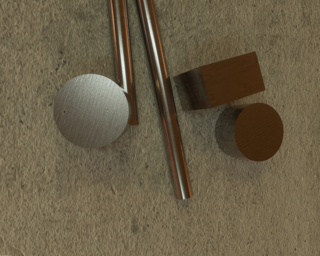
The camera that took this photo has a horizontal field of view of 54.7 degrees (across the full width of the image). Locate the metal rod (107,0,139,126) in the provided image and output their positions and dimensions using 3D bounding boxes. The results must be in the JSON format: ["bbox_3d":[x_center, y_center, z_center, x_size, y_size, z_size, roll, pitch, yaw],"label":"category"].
[{"bbox_3d":[-0.053,-0.151,0.388,0.025,0.025,0.298,-6,92,-20],"label":"metal rod"}]

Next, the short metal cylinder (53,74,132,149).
[{"bbox_3d":[-0.073,-0.019,0.355,0.081,0.050,0.079,0,92,0],"label":"short metal cylinder"}]

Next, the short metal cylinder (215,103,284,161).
[{"bbox_3d":[0.127,0.005,0.442,0.081,0.050,0.079,0,90,-20],"label":"short metal cylinder"}]

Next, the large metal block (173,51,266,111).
[{"bbox_3d":[0.075,-0.059,0.407,0.081,0.080,0.050,-19,97,-19],"label":"large metal block"}]

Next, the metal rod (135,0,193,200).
[{"bbox_3d":[0.003,-0.053,0.409,0.025,0.025,0.298,-13,95,-20],"label":"metal rod"}]
